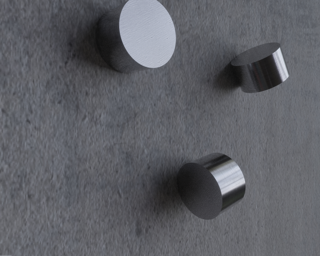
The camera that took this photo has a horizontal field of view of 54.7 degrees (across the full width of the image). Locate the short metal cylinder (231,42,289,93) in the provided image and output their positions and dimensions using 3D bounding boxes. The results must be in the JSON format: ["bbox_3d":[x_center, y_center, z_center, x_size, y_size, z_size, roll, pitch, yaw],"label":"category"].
[{"bbox_3d":[0.164,-0.099,0.509,0.080,0.080,0.050,-42,116,-32],"label":"short metal cylinder"}]

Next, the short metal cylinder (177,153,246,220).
[{"bbox_3d":[0.070,0.079,0.430,0.050,0.080,0.079,-16,101,-39],"label":"short metal cylinder"}]

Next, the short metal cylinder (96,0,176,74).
[{"bbox_3d":[-0.028,-0.108,0.367,0.081,0.050,0.079,0,90,-40],"label":"short metal cylinder"}]
